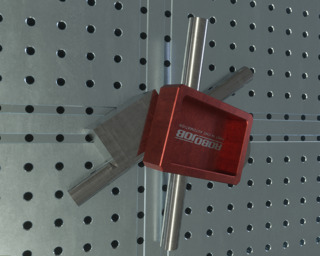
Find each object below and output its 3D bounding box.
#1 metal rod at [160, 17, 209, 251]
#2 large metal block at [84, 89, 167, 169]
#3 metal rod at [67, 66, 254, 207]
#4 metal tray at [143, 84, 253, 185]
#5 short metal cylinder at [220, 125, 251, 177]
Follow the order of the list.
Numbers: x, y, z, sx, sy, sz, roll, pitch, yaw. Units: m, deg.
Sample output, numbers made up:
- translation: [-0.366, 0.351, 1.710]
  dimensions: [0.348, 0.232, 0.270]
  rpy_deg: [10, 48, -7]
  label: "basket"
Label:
- translation: [0.030, 0.013, 0.401]
  dimensions: [0.025, 0.025, 0.298]
  rpy_deg: [4, 98, -20]
  label: "metal rod"
- translation: [-0.038, 0.000, 0.370]
  dimensions: [0.080, 0.080, 0.050]
  rpy_deg: [-36, 102, -17]
  label: "large metal block"
- translation: [0.012, 0.002, 0.419]
  dimensions: [0.301, 0.025, 0.025]
  rpy_deg: [-35, 102, -17]
  label: "metal rod"
- translation: [0.049, 0.012, 0.354]
  dimensions: [0.131, 0.030, 0.090]
  rpy_deg: [17, 84, -38]
  label: "metal tray"
- translation: [0.076, 0.026, 0.428]
  dimensions: [0.081, 0.050, 0.079]
  rpy_deg: [0, 90, -21]
  label: "short metal cylinder"
